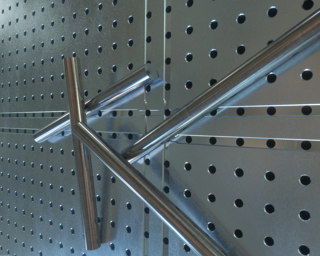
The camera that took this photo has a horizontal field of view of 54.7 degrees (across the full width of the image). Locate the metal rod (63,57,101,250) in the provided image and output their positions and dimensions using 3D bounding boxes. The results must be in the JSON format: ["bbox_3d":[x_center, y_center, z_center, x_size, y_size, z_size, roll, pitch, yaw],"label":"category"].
[{"bbox_3d":[-0.121,0.042,0.484,0.025,0.025,0.298,-2,96,39],"label":"metal rod"}]

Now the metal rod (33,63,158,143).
[{"bbox_3d":[-0.122,-0.029,0.506,0.299,0.025,0.025,-23,76,37],"label":"metal rod"}]

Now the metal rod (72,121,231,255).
[{"bbox_3d":[-0.013,0.085,0.395,0.300,0.025,0.025,39,114,25],"label":"metal rod"}]

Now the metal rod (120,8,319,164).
[{"bbox_3d":[0.054,-0.029,0.363,0.299,0.025,0.025,-35,69,34],"label":"metal rod"}]
